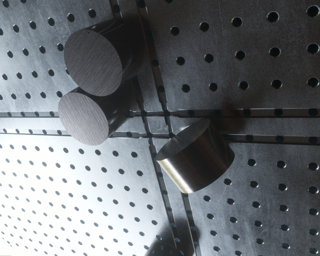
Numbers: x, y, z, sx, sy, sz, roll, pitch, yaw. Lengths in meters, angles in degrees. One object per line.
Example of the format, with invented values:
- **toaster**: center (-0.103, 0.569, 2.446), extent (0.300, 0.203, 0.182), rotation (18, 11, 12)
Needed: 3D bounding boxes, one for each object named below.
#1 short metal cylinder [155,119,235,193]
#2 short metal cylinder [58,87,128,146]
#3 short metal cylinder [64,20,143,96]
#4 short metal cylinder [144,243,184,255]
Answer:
- **short metal cylinder**: center (0.042, 0.033, 0.374), extent (0.080, 0.080, 0.050), rotation (-30, 102, 38)
- **short metal cylinder**: center (-0.092, -0.022, 0.430), extent (0.080, 0.050, 0.079), rotation (13, 124, 20)
- **short metal cylinder**: center (-0.068, -0.085, 0.378), extent (0.080, 0.050, 0.079), rotation (13, 124, 21)
- **short metal cylinder**: center (0.003, 0.252, 0.549), extent (0.080, 0.050, 0.079), rotation (13, 124, 21)
